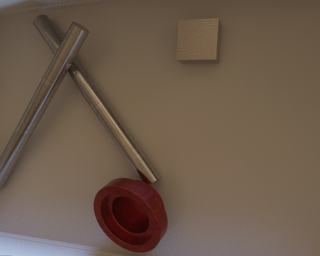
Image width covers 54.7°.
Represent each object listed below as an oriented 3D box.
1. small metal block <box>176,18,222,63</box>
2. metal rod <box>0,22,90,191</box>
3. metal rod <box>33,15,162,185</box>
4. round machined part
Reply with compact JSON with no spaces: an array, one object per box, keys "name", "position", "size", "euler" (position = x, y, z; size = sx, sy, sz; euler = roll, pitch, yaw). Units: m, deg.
[{"name":"small metal block","position":[0.050,-0.109,0.392],"size":[0.050,0.025,0.050],"euler":[4,91,19]},{"name":"metal rod","position":[-0.188,-0.019,0.457],"size":[0.025,0.025,0.299],"euler":[41,109,15]},{"name":"metal rod","position":[-0.095,-0.045,0.442],"size":[0.025,0.025,0.299],"euler":[-39,78,15]},{"name":"round machined part","position":[-0.033,0.107,0.400],"size":[0.098,0.042,0.097],"euler":[12,116,25]}]
